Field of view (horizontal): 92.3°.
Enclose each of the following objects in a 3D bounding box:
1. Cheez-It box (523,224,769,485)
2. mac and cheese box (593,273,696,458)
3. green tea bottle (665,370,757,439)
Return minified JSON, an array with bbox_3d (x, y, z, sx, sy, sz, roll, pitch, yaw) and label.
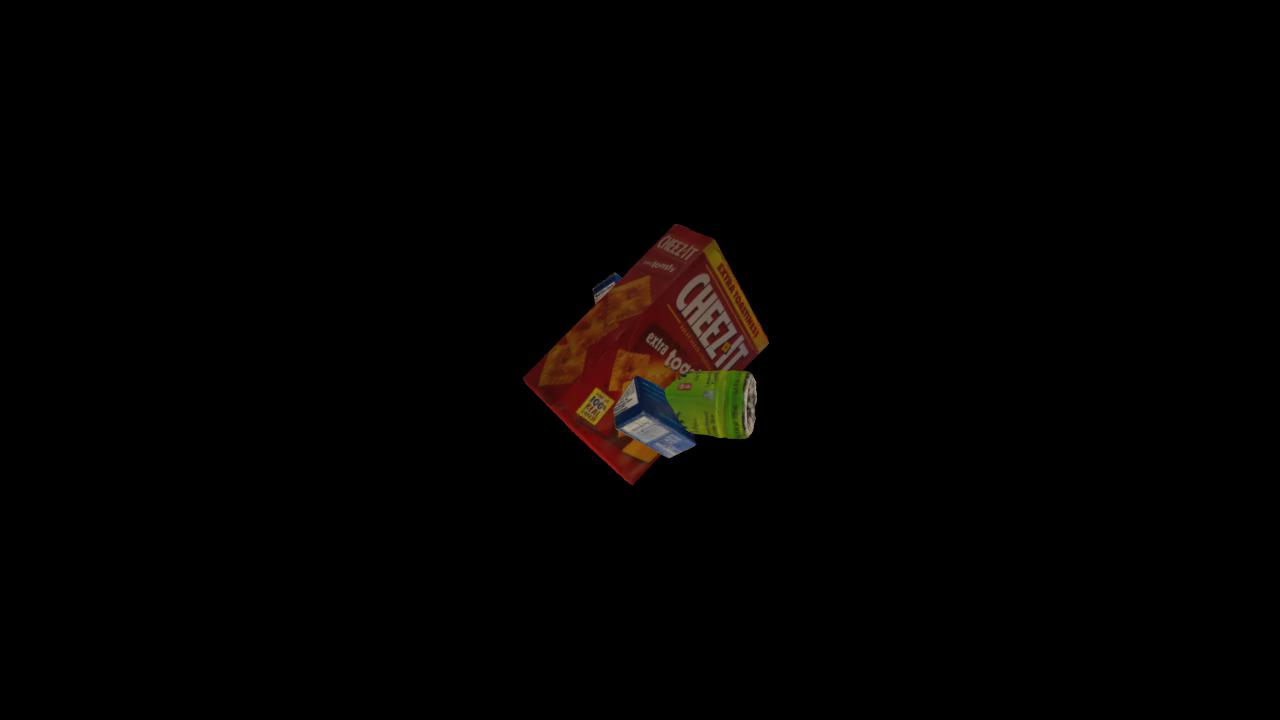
[{"bbox_3d":[0.015,-0.001,0.633,0.071,0.223,0.166,36,-12,45],"label":"Cheez-It box"},{"bbox_3d":[0.002,0.003,0.646,0.041,0.184,0.093,-32,-42,24],"label":"mac and cheese box"},{"bbox_3d":[0.012,0.044,0.644,0.212,0.073,0.073,-1,0,21],"label":"green tea bottle"}]
